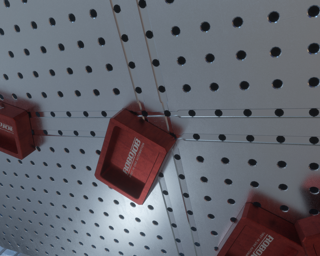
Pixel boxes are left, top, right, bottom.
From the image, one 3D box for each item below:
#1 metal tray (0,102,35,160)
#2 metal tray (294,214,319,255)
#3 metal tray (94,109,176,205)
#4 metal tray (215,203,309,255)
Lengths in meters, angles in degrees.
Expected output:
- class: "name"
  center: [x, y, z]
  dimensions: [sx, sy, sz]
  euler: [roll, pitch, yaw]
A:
- class: "metal tray"
  center: [-0.294, -0.004, 0.561]
  dimensions: [0.130, 0.030, 0.089]
  euler: [18, 126, 18]
- class: "metal tray"
  center: [0.225, 0.156, 0.365]
  dimensions: [0.090, 0.030, 0.130]
  euler: [-22, 108, 13]
- class: "metal tray"
  center: [-0.041, 0.046, 0.458]
  dimensions: [0.090, 0.030, 0.129]
  euler: [30, 128, 9]
- class: "metal tray"
  center: [0.139, 0.176, 0.443]
  dimensions: [0.090, 0.030, 0.129]
  euler: [26, 128, 12]
